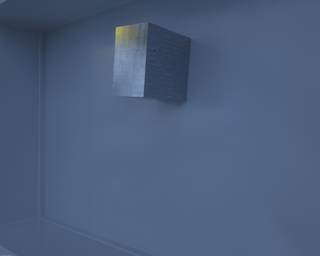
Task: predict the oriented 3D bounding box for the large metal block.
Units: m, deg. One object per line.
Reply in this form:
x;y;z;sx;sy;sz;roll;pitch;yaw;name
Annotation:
-0.009;-0.075;0.376;0.050;0.081;0.079;7;94;39;large metal block
